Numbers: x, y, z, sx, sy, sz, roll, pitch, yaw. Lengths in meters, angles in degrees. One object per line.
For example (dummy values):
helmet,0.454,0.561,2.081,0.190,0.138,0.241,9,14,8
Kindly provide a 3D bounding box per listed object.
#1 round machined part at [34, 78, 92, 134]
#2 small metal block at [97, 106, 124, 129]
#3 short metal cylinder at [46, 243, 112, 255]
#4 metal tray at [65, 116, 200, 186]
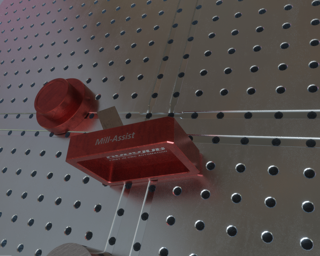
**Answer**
round machined part,-0.165,-0.043,0.507,0.098,0.042,0.098,-13,56,20
small metal block,-0.060,0.008,0.414,0.025,0.050,0.050,-21,51,-10
short metal cylinder,-0.088,0.170,0.333,0.080,0.050,0.080,-13,57,20
metal tray,-0.029,0.032,0.360,0.130,0.090,0.030,-11,57,22
